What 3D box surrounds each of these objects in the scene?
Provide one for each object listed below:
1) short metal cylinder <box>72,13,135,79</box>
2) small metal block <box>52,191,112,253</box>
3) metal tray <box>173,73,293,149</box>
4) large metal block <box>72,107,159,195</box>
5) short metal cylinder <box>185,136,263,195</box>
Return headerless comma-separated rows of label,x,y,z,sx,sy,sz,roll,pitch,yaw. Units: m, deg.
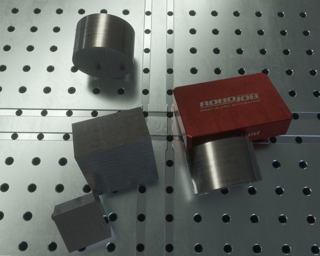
short metal cylinder,-0.075,-0.109,0.422,0.081,0.080,0.050,1,70,0
small metal block,-0.089,0.108,0.358,0.050,0.025,0.050,-19,107,-7
metal tray,0.089,-0.023,0.402,0.131,0.030,0.090,-10,49,-4
large metal block,-0.050,0.029,0.364,0.081,0.080,0.050,-14,48,-5
short metal cylinder,0.074,0.046,0.365,0.081,0.080,0.050,-10,75,-4
